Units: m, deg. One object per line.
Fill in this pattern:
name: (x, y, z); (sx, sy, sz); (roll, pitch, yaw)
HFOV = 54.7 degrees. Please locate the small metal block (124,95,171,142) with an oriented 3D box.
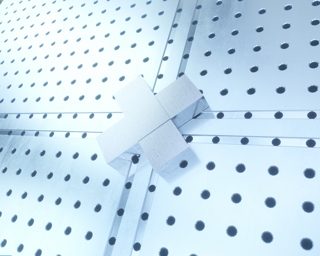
small metal block: (-0.013, -0.008, 0.417); (0.050, 0.025, 0.050); (-35, 51, 4)

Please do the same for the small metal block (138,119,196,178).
small metal block: (0.008, 0.025, 0.387); (0.050, 0.025, 0.050); (-35, 51, 4)

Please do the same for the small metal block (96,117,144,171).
small metal block: (-0.053, 0.021, 0.421); (0.050, 0.025, 0.050); (-35, 51, 4)

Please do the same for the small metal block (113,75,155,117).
small metal block: (-0.033, -0.041, 0.449); (0.050, 0.025, 0.050); (-35, 51, 4)

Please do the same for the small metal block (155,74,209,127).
small metal block: (0.029, -0.037, 0.414); (0.050, 0.025, 0.050); (-35, 51, 4)
